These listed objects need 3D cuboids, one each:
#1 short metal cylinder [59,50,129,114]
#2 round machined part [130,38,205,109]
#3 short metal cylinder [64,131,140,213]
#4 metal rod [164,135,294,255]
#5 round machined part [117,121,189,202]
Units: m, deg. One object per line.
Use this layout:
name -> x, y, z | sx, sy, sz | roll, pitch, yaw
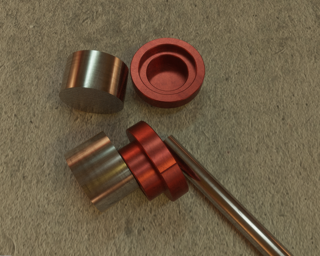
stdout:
short metal cylinder -> -0.083, -0.056, 0.398 | 0.080, 0.080, 0.050 | 5, 70, 1
round machined part -> 0.010, -0.071, 0.425 | 0.099, 0.042, 0.098 | 0, 70, -1
short metal cylinder -> -0.067, 0.050, 0.360 | 0.050, 0.080, 0.080 | -33, 74, -11
metal rod -> 0.110, 0.121, 0.365 | 0.025, 0.025, 0.300 | -42, 76, -14
round machined part -> -0.013, 0.043, 0.353 | 0.042, 0.098, 0.098 | -33, 74, -12
